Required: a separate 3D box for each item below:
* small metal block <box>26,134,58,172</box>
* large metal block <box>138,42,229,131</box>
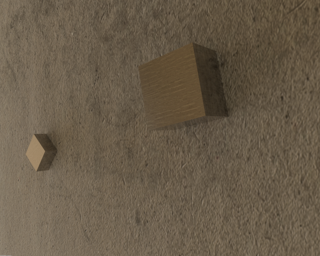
[{"bbox_3d":[-0.225,0.046,0.587,0.050,0.025,0.050,45,117,30],"label":"small metal block"},{"bbox_3d":[0.026,-0.044,0.366,0.080,0.050,0.080,-15,81,38],"label":"large metal block"}]
